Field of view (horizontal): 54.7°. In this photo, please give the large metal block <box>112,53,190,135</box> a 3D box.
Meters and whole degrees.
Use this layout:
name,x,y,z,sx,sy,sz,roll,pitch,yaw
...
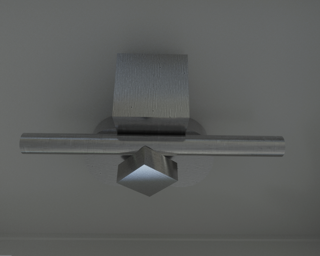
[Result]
name,x,y,z,sx,sy,sz,roll,pitch,yaw
large metal block,-0.009,-0.038,0.360,0.081,0.050,0.080,1,67,-1

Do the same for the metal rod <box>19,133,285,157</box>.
name,x,y,z,sx,sy,sz,roll,pitch,yaw
metal rod,-0.008,0.020,0.364,0.302,0.025,0.025,1,110,-1

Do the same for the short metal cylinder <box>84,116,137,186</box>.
name,x,y,z,sx,sy,sz,roll,pitch,yaw
short metal cylinder,-0.054,0.029,0.407,0.081,0.050,0.079,0,110,-1

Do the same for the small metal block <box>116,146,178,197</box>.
name,x,y,z,sx,sy,sz,roll,pitch,yaw
small metal block,-0.015,0.053,0.364,0.050,0.025,0.050,30,130,-30

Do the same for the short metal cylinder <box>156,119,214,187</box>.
name,x,y,z,sx,sy,sz,roll,pitch,yaw
short metal cylinder,0.027,0.030,0.408,0.081,0.050,0.079,0,110,-1
